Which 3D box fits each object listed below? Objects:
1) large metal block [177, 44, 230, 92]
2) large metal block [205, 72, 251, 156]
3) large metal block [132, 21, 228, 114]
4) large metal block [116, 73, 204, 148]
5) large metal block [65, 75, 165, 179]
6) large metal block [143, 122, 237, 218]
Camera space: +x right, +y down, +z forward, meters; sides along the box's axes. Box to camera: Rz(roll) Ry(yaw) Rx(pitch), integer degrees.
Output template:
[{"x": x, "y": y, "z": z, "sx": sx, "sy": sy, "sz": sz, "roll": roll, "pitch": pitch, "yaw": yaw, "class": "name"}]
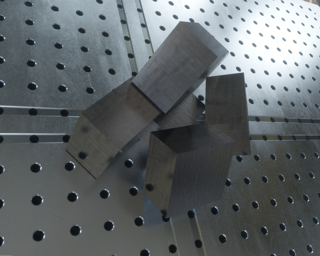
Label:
[{"x": 0.042, "y": -0.083, "z": 0.446, "sx": 0.050, "sy": 0.080, "sz": 0.080, "roll": 43, "pitch": 51, "yaw": 1, "class": "large metal block"}, {"x": 0.094, "y": -0.016, "z": 0.423, "sx": 0.050, "sy": 0.080, "sz": 0.080, "roll": -5, "pitch": 55, "yaw": 17, "class": "large metal block"}, {"x": 0.026, "y": -0.070, "z": 0.348, "sx": 0.050, "sy": 0.080, "sz": 0.080, "roll": 44, "pitch": 26, "yaw": 2, "class": "large metal block"}, {"x": 0.002, "y": -0.021, "z": 0.407, "sx": 0.080, "sy": 0.050, "sz": 0.080, "roll": 43, "pitch": 51, "yaw": 1, "class": "large metal block"}, {"x": -0.050, "y": 0.000, "z": 0.344, "sx": 0.050, "sy": 0.080, "sz": 0.080, "roll": 44, "pitch": 51, "yaw": 2, "class": "large metal block"}, {"x": 0.032, "y": 0.045, "z": 0.353, "sx": 0.081, "sy": 0.079, "sz": 0.050, "roll": -9, "pitch": 30, "yaw": -32, "class": "large metal block"}]
